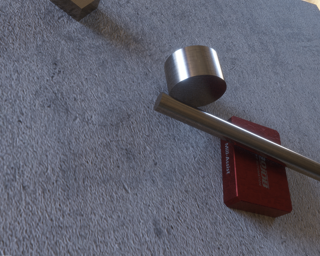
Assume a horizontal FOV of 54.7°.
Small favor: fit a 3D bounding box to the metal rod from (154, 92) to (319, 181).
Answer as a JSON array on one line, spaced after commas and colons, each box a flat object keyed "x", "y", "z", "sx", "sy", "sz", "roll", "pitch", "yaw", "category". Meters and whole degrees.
[{"x": 0.132, "y": 0.022, "z": 0.424, "sx": 0.302, "sy": 0.025, "sz": 0.025, "roll": 23, "pitch": 53, "yaw": -15, "category": "metal rod"}]

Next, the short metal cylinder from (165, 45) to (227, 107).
[{"x": 0.049, "y": -0.071, "z": 0.440, "sx": 0.081, "sy": 0.080, "sz": 0.050, "roll": 6, "pitch": 59, "yaw": -26, "category": "short metal cylinder"}]

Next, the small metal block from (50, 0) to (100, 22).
[{"x": -0.123, "y": -0.192, "z": 0.455, "sx": 0.050, "sy": 0.025, "sz": 0.050, "roll": 37, "pitch": 51, "yaw": -4, "category": "small metal block"}]

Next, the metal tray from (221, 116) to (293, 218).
[{"x": 0.134, "y": 0.054, "z": 0.443, "sx": 0.091, "sy": 0.030, "sz": 0.130, "roll": 17, "pitch": 55, "yaw": -19, "category": "metal tray"}]
